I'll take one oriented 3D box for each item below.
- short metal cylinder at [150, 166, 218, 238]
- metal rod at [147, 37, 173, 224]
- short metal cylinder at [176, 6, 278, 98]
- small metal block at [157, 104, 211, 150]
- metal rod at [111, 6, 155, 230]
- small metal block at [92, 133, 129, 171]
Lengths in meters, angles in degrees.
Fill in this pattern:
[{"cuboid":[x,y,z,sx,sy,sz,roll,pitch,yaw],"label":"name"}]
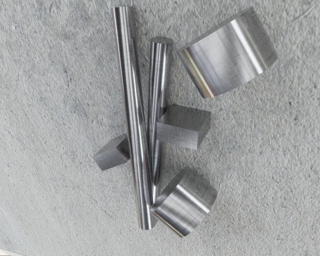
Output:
[{"cuboid":[0.031,0.098,0.415,0.050,0.080,0.080,40,129,1],"label":"short metal cylinder"},{"cuboid":[-0.007,0.026,0.426,0.025,0.025,0.298,17,125,18],"label":"metal rod"},{"cuboid":[0.062,-0.071,0.294,0.080,0.080,0.050,-23,106,36],"label":"short metal cylinder"},{"cuboid":[0.029,-0.003,0.373,0.050,0.050,0.025,14,124,21],"label":"small metal block"},{"cuboid":[-0.030,0.003,0.400,0.025,0.025,0.298,6,114,25],"label":"metal rod"},{"cuboid":[-0.059,0.032,0.441,0.050,0.050,0.025,-22,106,36],"label":"small metal block"}]
